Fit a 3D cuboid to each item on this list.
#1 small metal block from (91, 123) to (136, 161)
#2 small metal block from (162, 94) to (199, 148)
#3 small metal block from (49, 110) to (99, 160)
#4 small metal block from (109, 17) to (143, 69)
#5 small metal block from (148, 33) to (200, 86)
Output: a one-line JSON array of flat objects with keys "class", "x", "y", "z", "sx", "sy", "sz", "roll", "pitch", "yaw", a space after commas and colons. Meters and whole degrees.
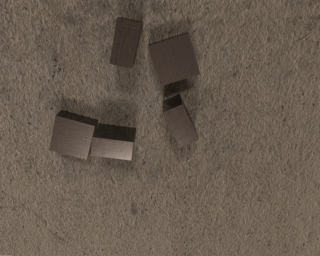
[{"class": "small metal block", "x": -0.059, "y": 0.017, "z": 0.402, "sx": 0.050, "sy": 0.050, "sz": 0.025, "roll": 7, "pitch": 110, "yaw": -3}, {"class": "small metal block", "x": 0.025, "y": -0.011, "z": 0.393, "sx": 0.025, "sy": 0.050, "sz": 0.050, "roll": -24, "pitch": 109, "yaw": 8}, {"class": "small metal block", "x": -0.114, "y": 0.009, "z": 0.412, "sx": 0.050, "sy": 0.025, "sz": 0.050, "roll": 16, "pitch": 109, "yaw": -6}, {"class": "small metal block", "x": -0.038, "y": -0.100, "z": 0.359, "sx": 0.025, "sy": 0.050, "sz": 0.050, "roll": 12, "pitch": 110, "yaw": -5}, {"class": "small metal block", "x": 0.017, "y": -0.084, "z": 0.379, "sx": 0.050, "sy": 0.025, "sz": 0.050, "roll": -16, "pitch": 110, "yaw": 5}]
